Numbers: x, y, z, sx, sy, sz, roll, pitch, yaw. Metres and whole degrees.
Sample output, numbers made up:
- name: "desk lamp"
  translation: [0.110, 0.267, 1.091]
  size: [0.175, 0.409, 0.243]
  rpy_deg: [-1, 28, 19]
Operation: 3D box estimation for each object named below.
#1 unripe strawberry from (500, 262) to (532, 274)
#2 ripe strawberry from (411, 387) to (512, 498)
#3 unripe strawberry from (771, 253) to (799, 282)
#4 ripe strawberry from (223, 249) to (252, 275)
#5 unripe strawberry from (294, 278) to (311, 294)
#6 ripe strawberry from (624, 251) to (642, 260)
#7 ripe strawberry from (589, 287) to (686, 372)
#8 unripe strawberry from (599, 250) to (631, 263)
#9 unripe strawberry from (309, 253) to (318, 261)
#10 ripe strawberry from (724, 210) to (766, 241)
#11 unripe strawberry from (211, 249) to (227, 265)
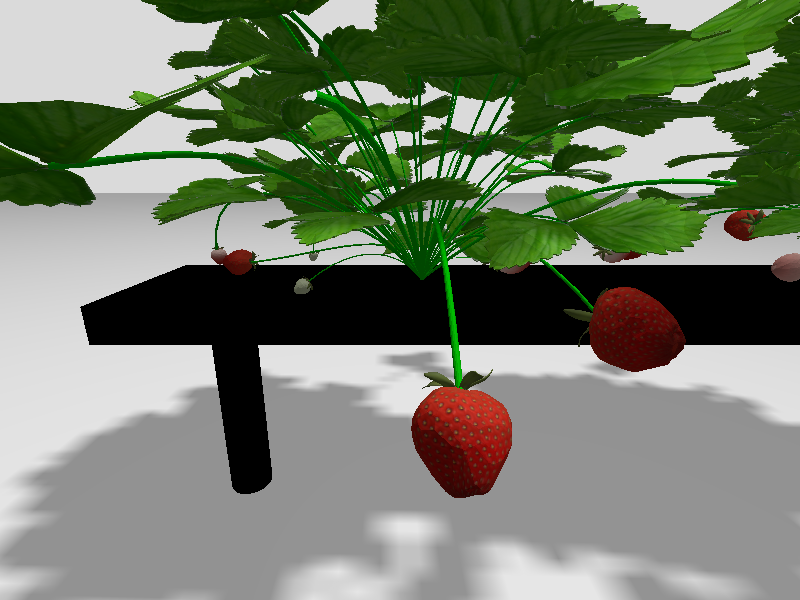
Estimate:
- name: "unripe strawberry"
  translation: [0.108, -0.043, 0.375]
  size: [0.037, 0.037, 0.041]
  rpy_deg: [-3, 17, -13]
- name: "ripe strawberry"
  translation: [0.018, 0.041, 0.116]
  size: [0.030, 0.030, 0.025]
  rpy_deg: [0, -26, 0]
- name: "unripe strawberry"
  translation: [0.340, -0.029, 0.352]
  size: [0.026, 0.025, 0.024]
  rpy_deg: [-1, 17, -2]
- name: "ripe strawberry"
  translation: [-0.151, -0.035, 0.373]
  size: [0.027, 0.023, 0.027]
  rpy_deg: [1, 17, 6]
- name: "unripe strawberry"
  translation: [-0.076, -0.010, 0.309]
  size: [0.013, 0.011, 0.013]
  rpy_deg: [-36, 29, -15]
- name: "ripe strawberry"
  translation: [0.257, -0.057, 0.450]
  size: [0.028, 0.028, 0.026]
  rpy_deg: [-43, -5, 29]
- name: "ripe strawberry"
  translation: [0.105, 0.015, 0.179]
  size: [0.034, 0.039, 0.037]
  rpy_deg: [-8, 20, -24]
- name: "unripe strawberry"
  translation: [0.229, -0.053, 0.426]
  size: [0.028, 0.027, 0.030]
  rpy_deg: [0, 16, -20]
- name: "unripe strawberry"
  translation: [-0.089, -0.045, 0.413]
  size: [0.010, 0.010, 0.009]
  rpy_deg: [9, 19, 27]
- name: "ripe strawberry"
  translation: [0.498, -0.108, 0.579]
  size: [0.050, 0.045, 0.045]
  rpy_deg: [2, 6, 6]
- name: "unripe strawberry"
  translation: [-0.179, -0.043, 0.396]
  size: [0.015, 0.015, 0.014]
  rpy_deg: [3, 17, 11]
